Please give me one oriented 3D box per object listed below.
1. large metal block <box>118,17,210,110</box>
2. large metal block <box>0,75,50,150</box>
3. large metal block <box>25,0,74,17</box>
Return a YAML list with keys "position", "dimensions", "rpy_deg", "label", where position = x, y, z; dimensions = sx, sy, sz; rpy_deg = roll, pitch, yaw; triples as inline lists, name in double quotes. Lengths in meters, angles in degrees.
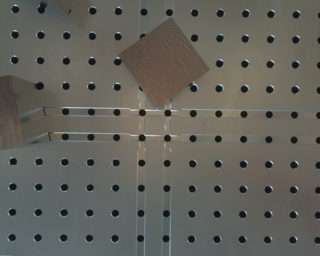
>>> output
- position: [0.005, -0.080, 0.401]
  dimensions: [0.080, 0.050, 0.080]
  rpy_deg: [-36, 90, 0]
  label: "large metal block"
- position: [-0.183, -0.016, 0.383]
  dimensions: [0.050, 0.080, 0.080]
  rpy_deg: [-11, 90, 0]
  label: "large metal block"
- position: [-0.155, -0.190, 0.384]
  dimensions: [0.080, 0.080, 0.050]
  rpy_deg: [21, 90, -1]
  label: "large metal block"
